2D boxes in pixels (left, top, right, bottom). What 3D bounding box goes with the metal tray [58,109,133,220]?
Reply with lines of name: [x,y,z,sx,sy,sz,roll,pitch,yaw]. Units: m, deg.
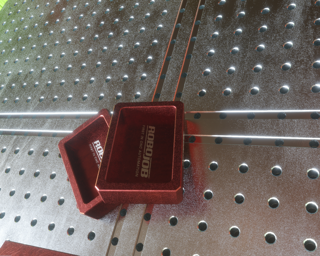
metal tray: [-0.081,0.044,0.421,0.090,0.030,0.130,-36,51,4]

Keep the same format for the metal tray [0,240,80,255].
metal tray: [-0.099,0.159,0.318,0.130,0.090,0.030,-2,44,27]

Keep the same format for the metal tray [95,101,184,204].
metal tray: [-0.017,0.024,0.369,0.090,0.030,0.130,-1,49,7]
